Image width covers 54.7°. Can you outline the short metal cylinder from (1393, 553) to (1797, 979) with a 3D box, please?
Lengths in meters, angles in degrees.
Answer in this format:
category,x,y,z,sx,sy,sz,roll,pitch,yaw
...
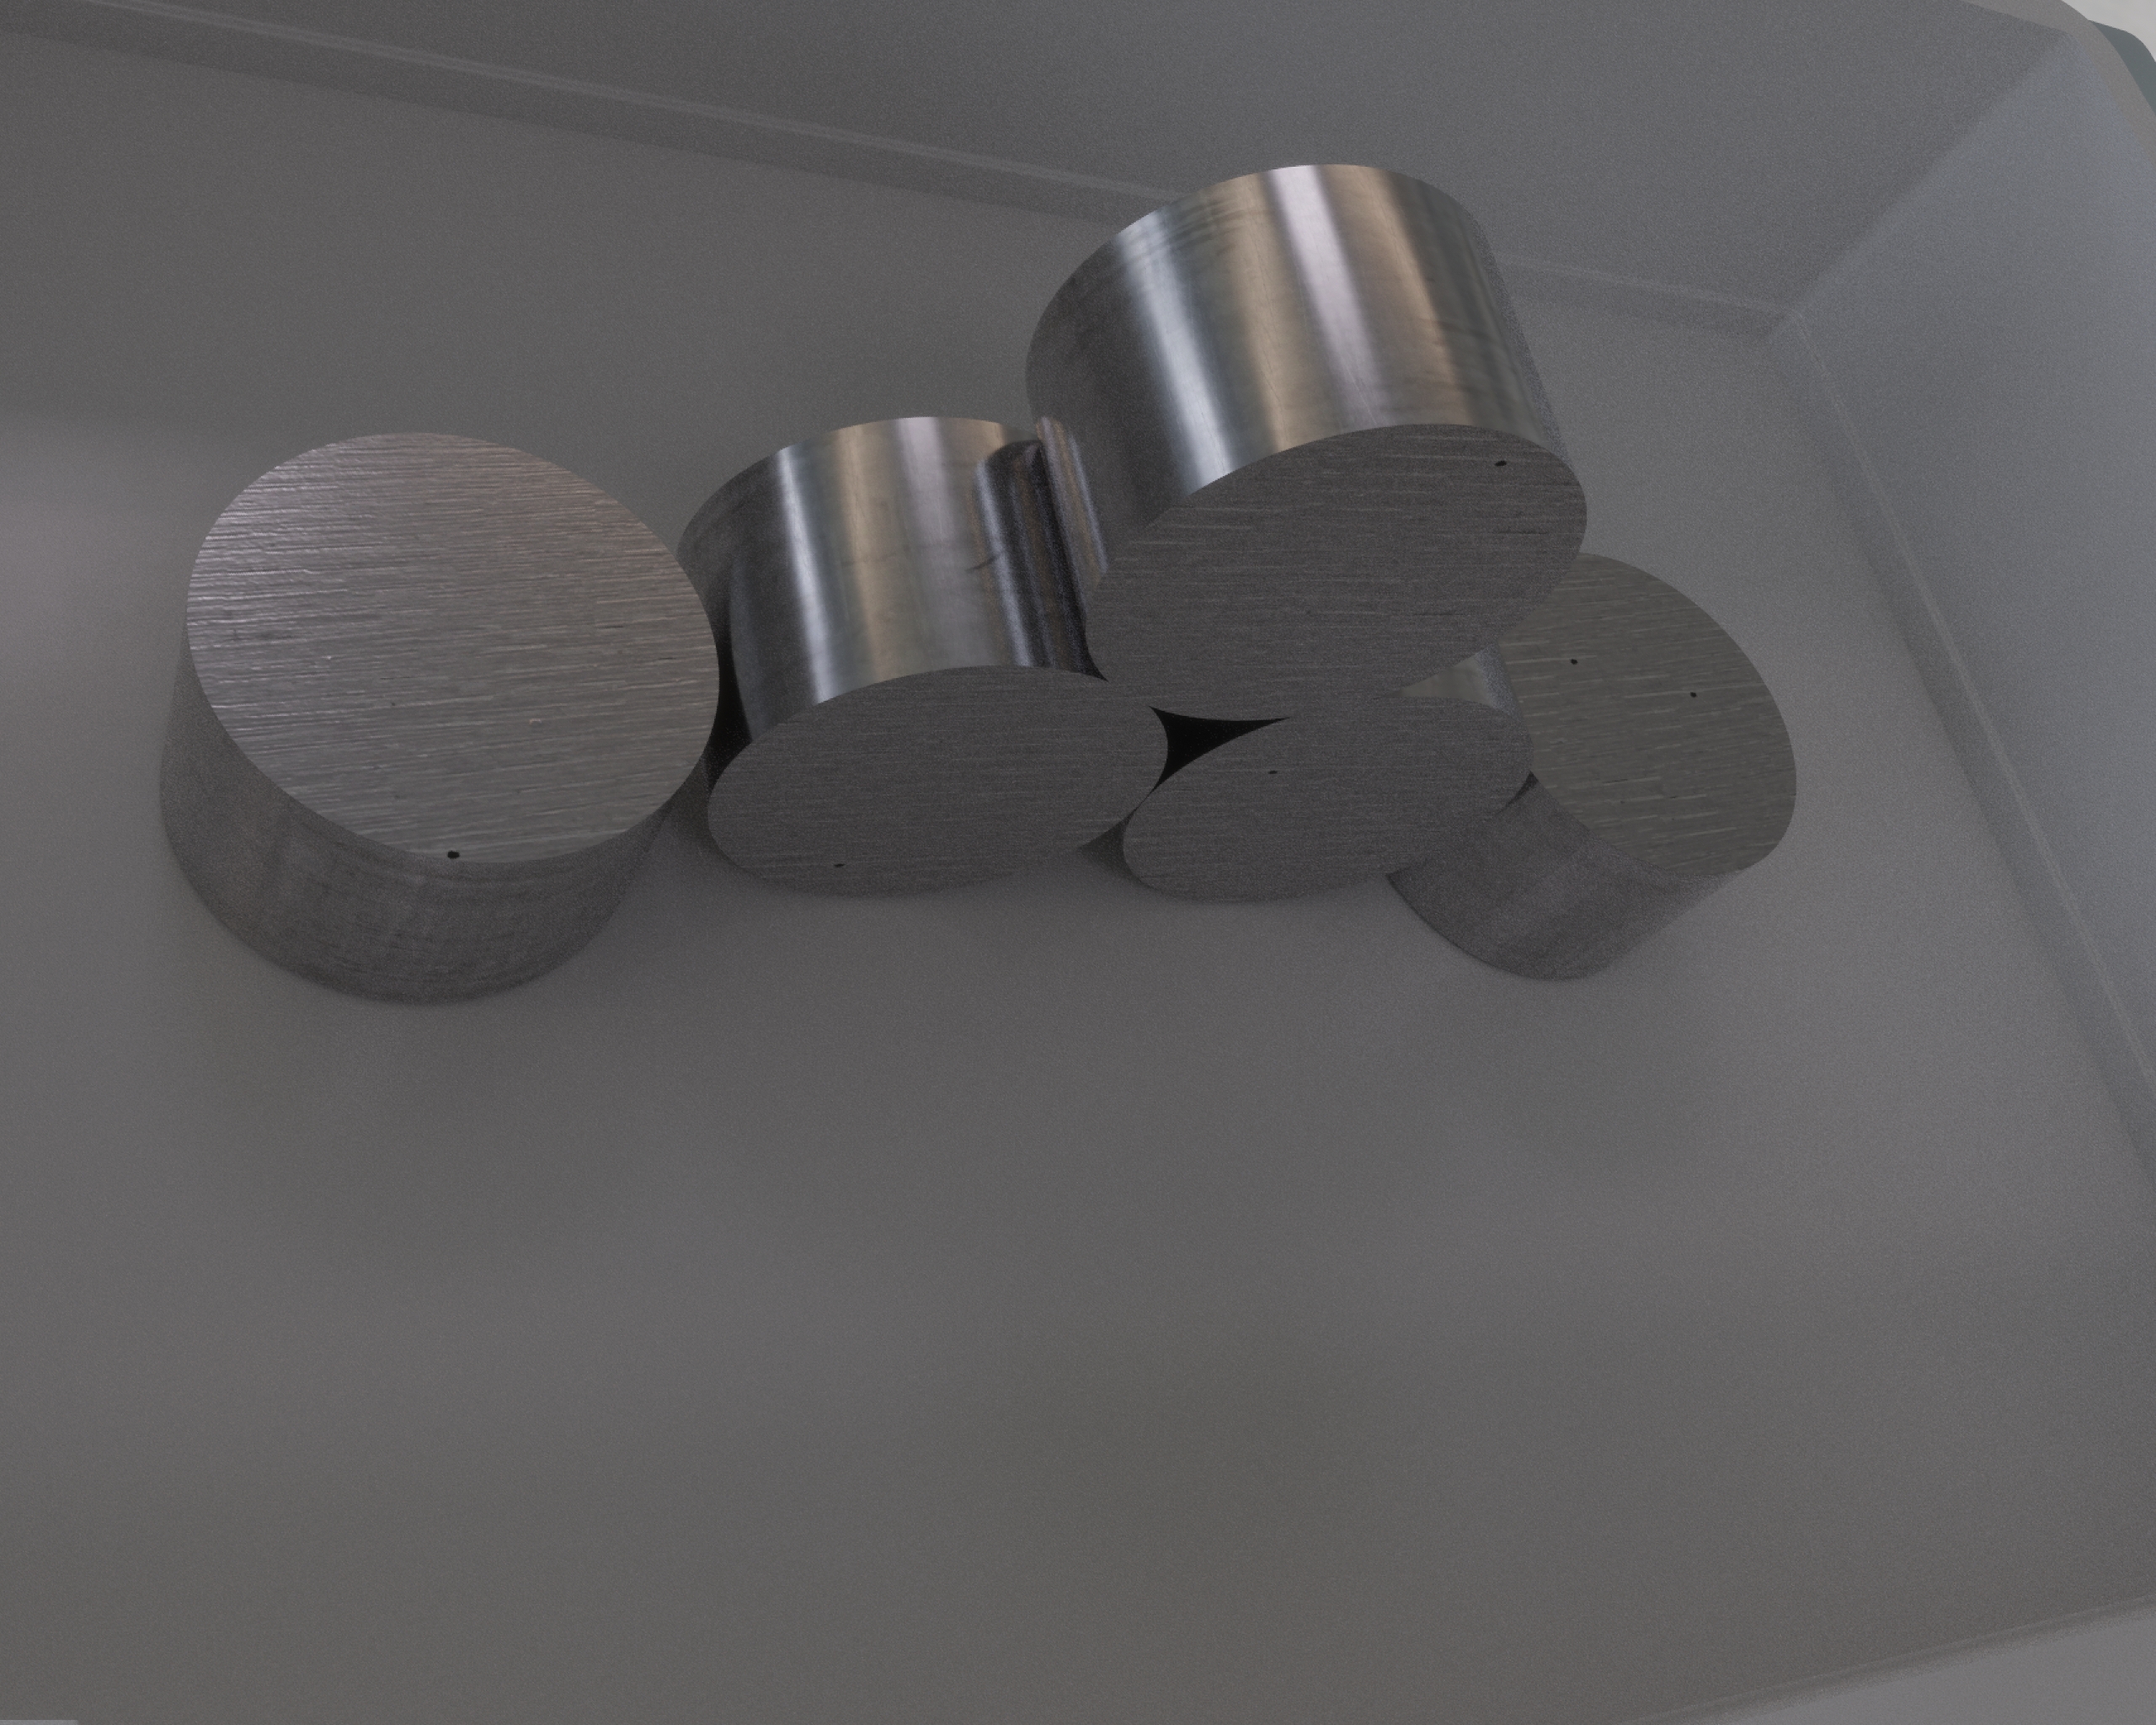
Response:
category,x,y,z,sx,sy,sz,roll,pitch,yaw
short metal cylinder,0.109,-0.021,0.458,0.081,0.050,0.080,14,56,-21

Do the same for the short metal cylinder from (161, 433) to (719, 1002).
category,x,y,z,sx,sy,sz,roll,pitch,yaw
short metal cylinder,-0.106,-0.023,0.345,0.081,0.050,0.080,14,56,-21

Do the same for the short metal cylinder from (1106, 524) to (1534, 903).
category,x,y,z,sx,sy,sz,roll,pitch,yaw
short metal cylinder,0.043,-0.032,0.411,0.081,0.080,0.050,2,61,-28

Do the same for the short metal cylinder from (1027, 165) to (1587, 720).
category,x,y,z,sx,sy,sz,roll,pitch,yaw
short metal cylinder,0.036,-0.065,0.339,0.081,0.080,0.050,2,61,-28

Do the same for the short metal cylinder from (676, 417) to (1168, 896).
category,x,y,z,sx,sy,sz,roll,pitch,yaw
short metal cylinder,-0.029,-0.034,0.373,0.081,0.080,0.050,2,61,-28
